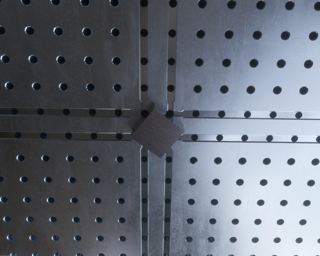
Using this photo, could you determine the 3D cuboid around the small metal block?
[{"bbox_3d":[-0.003,0.004,0.415,0.050,0.025,0.050,37,106,-13],"label":"small metal block"}]
